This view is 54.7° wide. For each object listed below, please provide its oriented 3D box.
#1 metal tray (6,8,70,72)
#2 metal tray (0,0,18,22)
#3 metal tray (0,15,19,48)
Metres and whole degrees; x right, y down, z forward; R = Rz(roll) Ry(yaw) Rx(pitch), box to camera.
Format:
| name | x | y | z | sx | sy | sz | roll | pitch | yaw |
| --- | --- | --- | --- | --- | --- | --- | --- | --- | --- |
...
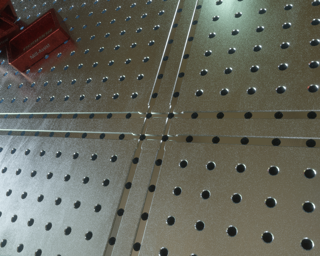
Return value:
| name | x | y | z | sx | sy | sz | roll | pitch | yaw |
| --- | --- | --- | --- | --- | --- | --- | --- | --- | --- |
| metal tray | -0.259 | -0.185 | 0.650 | 0.130 | 0.030 | 0.090 | -33 | 52 | 6 |
| metal tray | -0.388 | -0.235 | 0.713 | 0.030 | 0.090 | 0.130 | 32 | 75 | -7 |
| metal tray | -0.379 | -0.203 | 0.655 | 0.030 | 0.090 | 0.130 | -55 | 7 | 42 |
